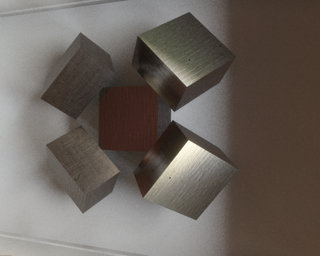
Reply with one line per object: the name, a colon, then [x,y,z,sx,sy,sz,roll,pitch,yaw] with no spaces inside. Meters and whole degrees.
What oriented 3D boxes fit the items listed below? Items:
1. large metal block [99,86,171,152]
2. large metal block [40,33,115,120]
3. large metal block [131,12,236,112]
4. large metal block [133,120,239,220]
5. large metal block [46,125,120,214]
large metal block: [-0.032,-0.012,0.406,0.080,0.050,0.080,1,90,20]
large metal block: [-0.108,-0.071,0.409,0.050,0.080,0.080,35,105,-28]
large metal block: [0.026,-0.079,0.364,0.080,0.050,0.080,-34,74,-28]
large metal block: [0.029,0.050,0.362,0.080,0.050,0.080,30,103,-29]
large metal block: [-0.103,0.056,0.410,0.080,0.050,0.080,48,149,13]
